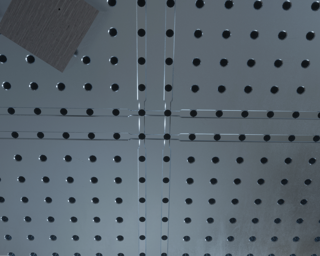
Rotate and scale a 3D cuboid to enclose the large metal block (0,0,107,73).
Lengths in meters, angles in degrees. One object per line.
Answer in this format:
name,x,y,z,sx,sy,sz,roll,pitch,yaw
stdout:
large metal block,-0.120,-0.123,0.353,0.080,0.050,0.080,33,107,-12
